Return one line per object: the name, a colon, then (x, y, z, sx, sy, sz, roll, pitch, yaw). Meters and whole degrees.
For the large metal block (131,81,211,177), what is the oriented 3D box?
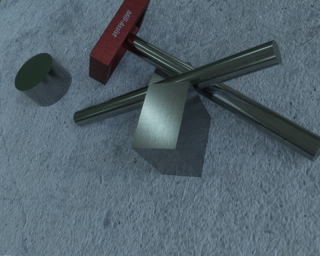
large metal block: (0.018, 0.004, 0.356, 0.050, 0.080, 0.080, 0, 62, 28)

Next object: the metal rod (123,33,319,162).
metal rod: (0.054, -0.053, 0.380, 0.300, 0.025, 0.025, 37, 83, 33)

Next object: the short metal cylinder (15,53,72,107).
short metal cylinder: (-0.205, -0.084, 0.544, 0.080, 0.050, 0.080, -13, 56, 20)

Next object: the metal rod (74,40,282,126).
metal rod: (-0.004, -0.044, 0.389, 0.300, 0.025, 0.025, -14, 55, 35)

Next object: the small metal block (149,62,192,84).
small metal block: (0.016, -0.065, 0.434, 0.050, 0.025, 0.050, 9, 66, 32)

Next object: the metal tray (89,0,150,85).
metal tray: (-0.064, -0.139, 0.481, 0.030, 0.090, 0.130, 29, 73, -7)
